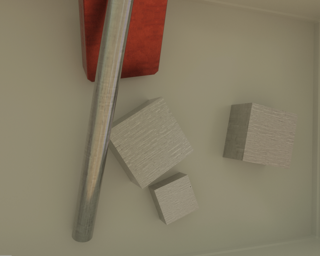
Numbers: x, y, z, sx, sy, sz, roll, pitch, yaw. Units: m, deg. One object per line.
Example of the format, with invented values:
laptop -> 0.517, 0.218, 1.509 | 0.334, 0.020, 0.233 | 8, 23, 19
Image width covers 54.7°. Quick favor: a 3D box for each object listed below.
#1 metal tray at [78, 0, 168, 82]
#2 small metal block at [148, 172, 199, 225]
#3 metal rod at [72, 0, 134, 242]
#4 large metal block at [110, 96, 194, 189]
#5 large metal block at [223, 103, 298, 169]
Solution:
metal tray -> -0.042, -0.118, 0.350 | 0.091, 0.030, 0.129 | -11, 137, -20
small metal block -> 0.019, 0.094, 0.419 | 0.050, 0.025, 0.050 | -22, 98, -19
metal rod -> -0.063, -0.007, 0.332 | 0.025, 0.025, 0.298 | 6, 109, -20
large metal block -> -0.018, 0.017, 0.392 | 0.080, 0.050, 0.080 | -34, 102, -17
large metal block -> 0.146, 0.012, 0.453 | 0.081, 0.050, 0.080 | 12, 86, -20
